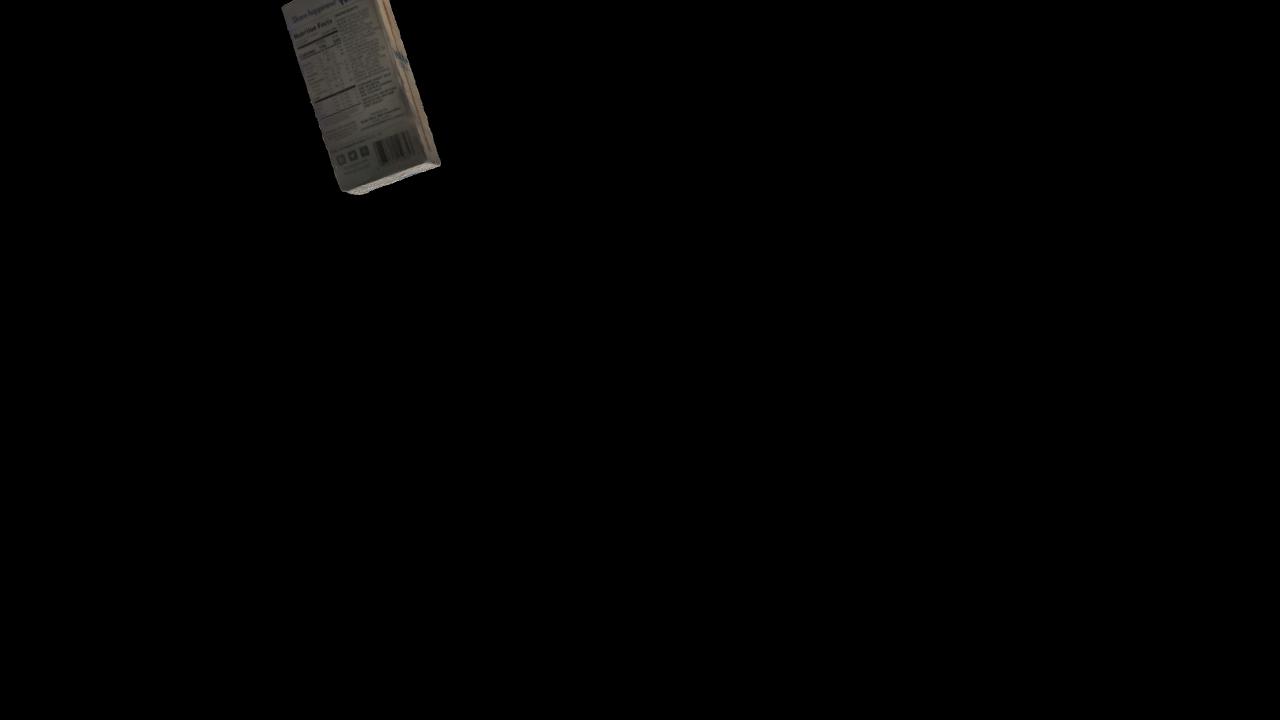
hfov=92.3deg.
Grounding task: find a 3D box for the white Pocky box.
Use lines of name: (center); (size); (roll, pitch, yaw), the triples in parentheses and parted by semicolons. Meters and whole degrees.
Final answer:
white Pocky box: (-0.227, -0.222, 0.502); (0.084, 0.154, 0.028); (-15, 6, 12)
